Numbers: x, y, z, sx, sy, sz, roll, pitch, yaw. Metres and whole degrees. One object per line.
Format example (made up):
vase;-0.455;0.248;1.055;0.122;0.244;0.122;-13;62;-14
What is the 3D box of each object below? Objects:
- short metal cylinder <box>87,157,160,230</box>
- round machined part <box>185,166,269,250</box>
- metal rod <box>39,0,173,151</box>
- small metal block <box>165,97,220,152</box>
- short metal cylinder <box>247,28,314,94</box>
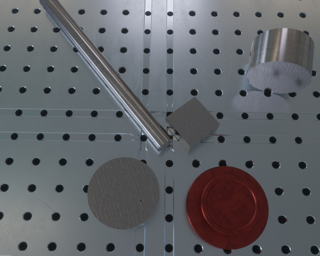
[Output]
short metal cylinder;-0.041;0.080;0.369;0.081;0.050;0.080;0;70;0
round machined part;0.081;0.093;0.369;0.099;0.042;0.098;0;70;0
metal rod;-0.085;-0.089;0.443;0.025;0.025;0.300;-36;74;-12
small metal block;0.043;-0.005;0.414;0.050;0.025;0.050;-36;74;-12
short metal cylinder;0.161;-0.088;0.416;0.080;0.080;0.050;13;71;4
